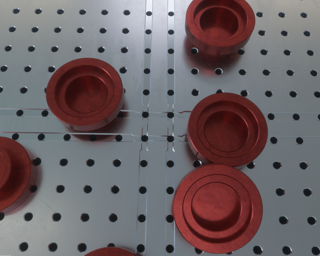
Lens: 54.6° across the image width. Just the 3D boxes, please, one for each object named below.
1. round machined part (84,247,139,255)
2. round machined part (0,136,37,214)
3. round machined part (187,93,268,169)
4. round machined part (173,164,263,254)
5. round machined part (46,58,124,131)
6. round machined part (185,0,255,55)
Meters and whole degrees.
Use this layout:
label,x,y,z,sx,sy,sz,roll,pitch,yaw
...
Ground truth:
label,x,y,z,sx,sy,sz,roll,pitch,yaw
round machined part,-0.053,0.181,0.336,0.099,0.042,0.098,0,70,0
round machined part,-0.209,0.056,0.381,0.099,0.042,0.098,0,70,0
round machined part,0.084,0.007,0.401,0.099,0.042,0.098,0,70,0
round machined part,0.064,0.089,0.361,0.098,0.042,0.098,0,88,3
round machined part,-0.097,-0.042,0.418,0.099,0.042,0.098,0,70,0
round machined part,0.086,-0.149,0.458,0.099,0.042,0.098,0,70,0
